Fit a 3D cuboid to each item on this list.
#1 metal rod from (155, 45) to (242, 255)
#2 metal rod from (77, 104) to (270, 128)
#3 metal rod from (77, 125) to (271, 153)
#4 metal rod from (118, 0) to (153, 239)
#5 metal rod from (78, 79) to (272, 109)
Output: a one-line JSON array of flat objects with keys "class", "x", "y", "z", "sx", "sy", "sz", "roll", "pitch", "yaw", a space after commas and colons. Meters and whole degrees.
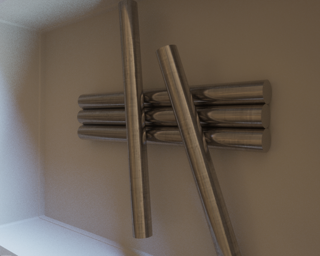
[{"class": "metal rod", "x": 0.049, "y": 0.054, "z": 0.337, "sx": 0.025, "sy": 0.025, "sz": 0.298, "roll": -20, "pitch": 84, "yaw": 38}, {"class": "metal rod", "x": -0.008, "y": -0.015, "z": 0.410, "sx": 0.300, "sy": 0.025, "sz": 0.025, "roll": 1, "pitch": 91, "yaw": 39}, {"class": "metal rod", "x": -0.008, "y": 0.010, "z": 0.410, "sx": 0.300, "sy": 0.025, "sz": 0.025, "roll": 1, "pitch": 91, "yaw": 39}, {"class": "metal rod", "x": -0.032, "y": -0.014, "z": 0.396, "sx": 0.025, "sy": 0.025, "sz": 0.298, "roll": -7, "pitch": 86, "yaw": 39}, {"class": "metal rod", "x": -0.007, "y": -0.040, "z": 0.409, "sx": 0.300, "sy": 0.025, "sz": 0.025, "roll": 1, "pitch": 91, "yaw": 39}]
